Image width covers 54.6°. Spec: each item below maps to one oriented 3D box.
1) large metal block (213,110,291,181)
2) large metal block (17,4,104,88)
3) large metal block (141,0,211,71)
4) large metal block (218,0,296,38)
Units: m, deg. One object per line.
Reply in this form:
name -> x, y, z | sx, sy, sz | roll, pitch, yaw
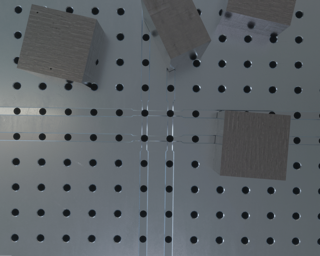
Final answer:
large metal block -> 0.116, 0.021, 0.402 | 0.080, 0.050, 0.080 | 5, 90, 0
large metal block -> -0.125, -0.102, 0.400 | 0.080, 0.050, 0.080 | 13, 90, 0
large metal block -> 0.018, -0.124, 0.386 | 0.050, 0.080, 0.080 | -25, 90, 0
large metal block -> 0.128, -0.172, 0.402 | 0.080, 0.050, 0.080 | 13, 90, 0
